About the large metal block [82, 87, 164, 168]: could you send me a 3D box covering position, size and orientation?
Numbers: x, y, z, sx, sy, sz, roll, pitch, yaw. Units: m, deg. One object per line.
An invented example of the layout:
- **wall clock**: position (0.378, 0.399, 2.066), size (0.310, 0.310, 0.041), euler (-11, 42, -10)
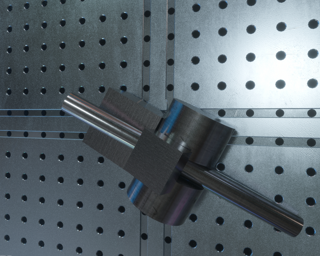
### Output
- **large metal block**: position (-0.041, 0.003, 0.408), size (0.080, 0.050, 0.080), euler (31, 100, 17)

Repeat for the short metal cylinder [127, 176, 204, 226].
- **short metal cylinder**: position (0.007, 0.073, 0.377), size (0.080, 0.080, 0.050), euler (32, 100, 17)

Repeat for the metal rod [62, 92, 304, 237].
- **metal rod**: position (0.024, 0.041, 0.358), size (0.301, 0.025, 0.025), euler (29, 100, 2)

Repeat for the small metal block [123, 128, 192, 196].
- **small metal block**: position (-0.003, 0.034, 0.326), size (0.050, 0.025, 0.050), euler (32, 101, 25)

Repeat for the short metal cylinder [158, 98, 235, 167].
- **short metal cylinder**: position (0.041, 0.004, 0.366), size (0.080, 0.080, 0.050), euler (29, 100, 17)
